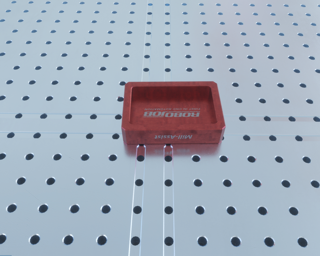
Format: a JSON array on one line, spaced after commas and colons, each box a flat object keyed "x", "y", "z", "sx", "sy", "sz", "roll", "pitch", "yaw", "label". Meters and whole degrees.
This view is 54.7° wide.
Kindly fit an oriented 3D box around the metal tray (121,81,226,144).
[{"x": 0.016, "y": -0.023, "z": 0.423, "sx": 0.131, "sy": 0.030, "sz": 0.090, "roll": 0, "pitch": 50, "yaw": -1, "label": "metal tray"}]
